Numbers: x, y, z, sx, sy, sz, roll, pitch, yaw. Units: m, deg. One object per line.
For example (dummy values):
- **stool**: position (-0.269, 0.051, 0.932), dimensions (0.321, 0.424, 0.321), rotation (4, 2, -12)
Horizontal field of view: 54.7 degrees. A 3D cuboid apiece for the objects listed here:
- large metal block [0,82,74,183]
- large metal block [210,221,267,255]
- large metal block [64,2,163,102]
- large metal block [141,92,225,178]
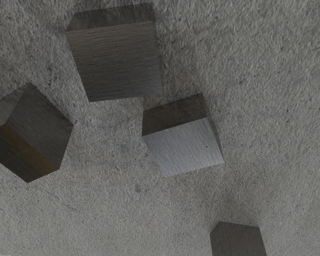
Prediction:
- **large metal block**: position (-0.158, 0.005, 0.374), dimensions (0.050, 0.080, 0.080), rotation (-24, 126, 19)
- **large metal block**: position (0.142, 0.223, 0.563), dimensions (0.081, 0.080, 0.050), rotation (12, 129, -10)
- **large metal block**: position (-0.042, -0.078, 0.324), dimensions (0.080, 0.050, 0.080), rotation (-6, 130, 5)
- **large metal block**: position (0.030, 0.011, 0.400), dimensions (0.080, 0.050, 0.080), rotation (-17, 128, 14)
